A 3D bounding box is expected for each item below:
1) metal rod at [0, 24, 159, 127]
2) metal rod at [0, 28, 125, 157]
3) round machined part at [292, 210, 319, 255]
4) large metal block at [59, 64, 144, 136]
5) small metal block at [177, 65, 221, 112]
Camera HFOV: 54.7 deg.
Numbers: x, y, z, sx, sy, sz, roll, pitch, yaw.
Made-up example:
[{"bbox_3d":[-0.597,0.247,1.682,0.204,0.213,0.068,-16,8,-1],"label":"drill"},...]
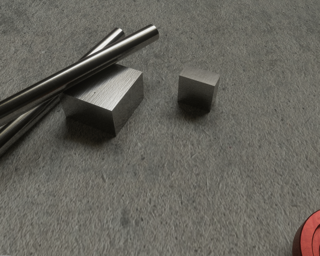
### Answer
[{"bbox_3d":[-0.119,-0.061,0.387,0.302,0.025,0.025,-36,59,-27],"label":"metal rod"},{"bbox_3d":[-0.142,-0.062,0.453,0.025,0.025,0.301,23,53,17],"label":"metal rod"},{"bbox_3d":[0.173,0.127,0.288,0.099,0.042,0.098,0,50,0],"label":"round machined part"},{"bbox_3d":[-0.077,-0.045,0.424,0.080,0.050,0.080,20,53,15],"label":"large metal block"},{"bbox_3d":[0.054,-0.055,0.434,0.050,0.050,0.025,20,53,15],"label":"small metal block"}]
